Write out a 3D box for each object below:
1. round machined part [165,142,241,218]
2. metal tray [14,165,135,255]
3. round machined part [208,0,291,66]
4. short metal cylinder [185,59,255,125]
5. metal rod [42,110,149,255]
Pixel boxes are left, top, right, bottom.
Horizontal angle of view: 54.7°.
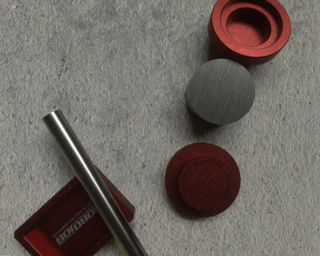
[{"bbox_3d":[0.056,0.068,0.402,0.099,0.042,0.097,0,90,-1],"label":"round machined part"},{"bbox_3d":[-0.109,0.123,0.406,0.130,0.030,0.090,-43,91,-1],"label":"metal tray"},{"bbox_3d":[0.109,-0.123,0.394,0.099,0.042,0.098,1,73,-4],"label":"round machined part"},{"bbox_3d":[0.075,-0.044,0.398,0.081,0.050,0.079,0,90,-1],"label":"short metal cylinder"},{"bbox_3d":[-0.055,0.112,0.378,0.025,0.025,0.299,-31,91,0],"label":"metal rod"}]
